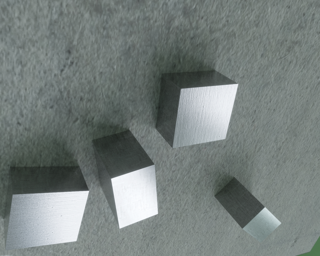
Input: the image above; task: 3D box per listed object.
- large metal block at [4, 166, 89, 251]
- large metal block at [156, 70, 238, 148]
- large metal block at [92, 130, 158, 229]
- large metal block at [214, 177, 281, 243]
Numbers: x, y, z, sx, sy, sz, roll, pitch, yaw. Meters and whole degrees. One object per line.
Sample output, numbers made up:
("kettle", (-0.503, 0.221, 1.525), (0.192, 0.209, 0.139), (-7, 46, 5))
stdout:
("large metal block", (-0.139, 0.094, 0.373), (0.081, 0.050, 0.079), (4, 117, -31))
("large metal block", (0.045, -0.026, 0.401), (0.081, 0.050, 0.079), (-8, 122, -25))
("large metal block", (-0.044, 0.061, 0.386), (0.050, 0.080, 0.079), (-16, 125, -20))
("large metal block", (0.155, 0.145, 0.549), (0.050, 0.080, 0.080), (-45, 130, 3))
